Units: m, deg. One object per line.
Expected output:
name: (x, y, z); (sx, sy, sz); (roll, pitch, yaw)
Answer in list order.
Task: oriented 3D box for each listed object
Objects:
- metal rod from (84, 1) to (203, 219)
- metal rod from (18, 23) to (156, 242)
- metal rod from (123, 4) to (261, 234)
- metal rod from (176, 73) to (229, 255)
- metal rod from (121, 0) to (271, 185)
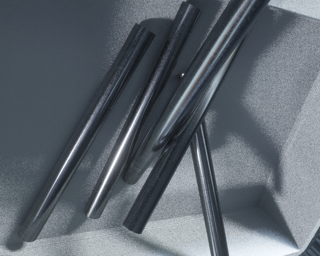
metal rod: (-0.029, -0.009, 0.388); (0.025, 0.025, 0.298); (15, 110, -35)
metal rod: (-0.093, 0.016, 0.368); (0.025, 0.025, 0.299); (23, 106, -37)
metal rod: (0.040, -0.014, 0.369); (0.025, 0.025, 0.299); (32, 85, -38)
metal rod: (0.063, 0.074, 0.416); (0.025, 0.025, 0.298); (-16, 101, -20)
metal rod: (0.017, -0.019, 0.326); (0.025, 0.025, 0.298); (0, 144, -29)
